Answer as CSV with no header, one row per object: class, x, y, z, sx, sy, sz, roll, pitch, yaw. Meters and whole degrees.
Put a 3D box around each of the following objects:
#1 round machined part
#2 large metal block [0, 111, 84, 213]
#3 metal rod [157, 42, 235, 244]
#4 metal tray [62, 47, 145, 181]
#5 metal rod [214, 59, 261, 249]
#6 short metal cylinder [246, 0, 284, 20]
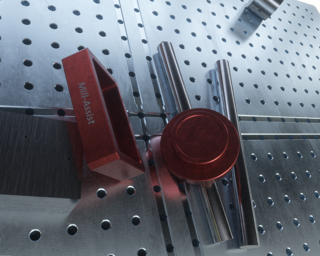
round machined part,0.049,0.018,0.386,0.099,0.042,0.098,-2,66,6
large metal block,-0.122,0.036,0.305,0.081,0.050,0.080,10,58,-23
metal rod,0.042,0.003,0.430,0.025,0.025,0.299,0,62,-29
metal tray,-0.060,-0.012,0.343,0.030,0.090,0.130,-22,68,7
metal rod,0.109,0.018,0.457,0.025,0.025,0.299,13,56,-22
short metal cylinder,0.234,-0.284,0.676,0.050,0.080,0.080,34,51,-7
